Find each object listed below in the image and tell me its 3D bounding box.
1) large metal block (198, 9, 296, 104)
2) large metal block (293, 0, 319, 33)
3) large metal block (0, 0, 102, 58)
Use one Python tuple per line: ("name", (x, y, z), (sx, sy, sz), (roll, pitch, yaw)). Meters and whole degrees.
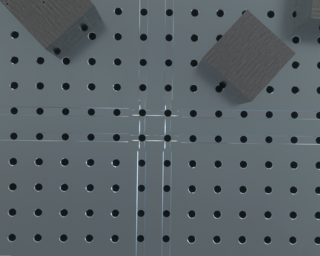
("large metal block", (0.109, -0.089, 0.402), (0.080, 0.050, 0.080), (42, 90, -1))
("large metal block", (0.229, -0.170, 0.404), (0.081, 0.050, 0.079), (6, 90, -1))
("large metal block", (-0.137, -0.152, 0.399), (0.080, 0.050, 0.080), (-43, 91, 0))
